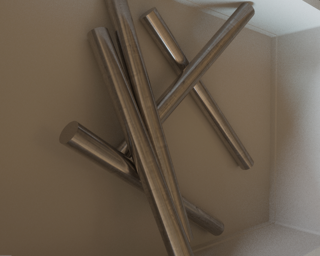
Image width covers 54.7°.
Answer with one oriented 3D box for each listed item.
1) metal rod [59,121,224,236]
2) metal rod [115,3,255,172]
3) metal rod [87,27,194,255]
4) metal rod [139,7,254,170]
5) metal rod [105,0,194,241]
[{"bbox_3d":[0.002,0.079,0.385,0.300,0.025,0.025,41,65,-40],"label":"metal rod"},{"bbox_3d":[0.035,-0.062,0.406,0.301,0.025,0.025,-50,120,-18],"label":"metal rod"},{"bbox_3d":[-0.017,0.031,0.332,0.025,0.025,0.299,-16,82,-39],"label":"metal rod"},{"bbox_3d":[0.067,-0.042,0.461,0.300,0.025,0.025,52,60,-28],"label":"metal rod"},{"bbox_3d":[-0.014,-0.016,0.355,0.025,0.025,0.298,-14,87,-39],"label":"metal rod"}]
